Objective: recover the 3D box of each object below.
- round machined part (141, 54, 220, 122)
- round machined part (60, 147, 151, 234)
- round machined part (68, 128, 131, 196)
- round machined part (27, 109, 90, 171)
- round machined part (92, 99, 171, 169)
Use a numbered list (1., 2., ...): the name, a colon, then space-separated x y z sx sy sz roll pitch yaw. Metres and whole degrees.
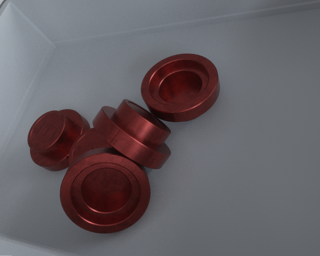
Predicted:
1. round machined part: 0.028 -0.047 0.401 0.098 0.042 0.098 -9 54 13
2. round machined part: -0.062 0.068 0.360 0.098 0.098 0.042 -37 16 3
3. round machined part: -0.081 0.038 0.413 0.098 0.042 0.098 -13 56 20
4. round machined part: -0.158 0.012 0.468 0.098 0.042 0.098 -13 56 20
5. round machined part: -0.026 0.002 0.366 0.042 0.098 0.098 -54 51 9
